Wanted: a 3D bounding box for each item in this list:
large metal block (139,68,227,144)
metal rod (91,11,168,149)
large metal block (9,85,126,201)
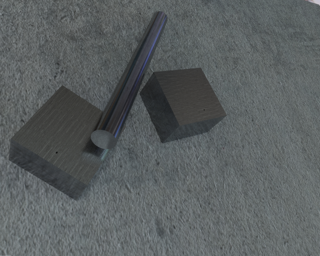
[{"bbox_3d":[0.030,-0.033,0.424,0.081,0.050,0.080,-12,68,-33],"label":"large metal block"},{"bbox_3d":[-0.026,-0.086,0.404,0.025,0.025,0.300,28,41,-11],"label":"metal rod"},{"bbox_3d":[-0.096,0.016,0.327,0.080,0.050,0.080,34,51,-6],"label":"large metal block"}]
